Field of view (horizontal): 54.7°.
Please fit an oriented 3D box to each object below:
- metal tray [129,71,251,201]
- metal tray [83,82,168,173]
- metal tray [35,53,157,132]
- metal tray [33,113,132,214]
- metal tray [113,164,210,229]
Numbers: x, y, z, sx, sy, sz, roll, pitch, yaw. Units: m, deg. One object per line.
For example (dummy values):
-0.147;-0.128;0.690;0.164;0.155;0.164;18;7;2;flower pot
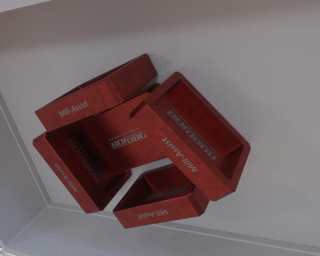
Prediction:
0.039;0.006;0.347;0.130;0.090;0.030;45;130;-4;metal tray
-0.033;0.004;0.420;0.130;0.030;0.090;-21;107;35;metal tray
-0.078;-0.042;0.377;0.130;0.090;0.030;-17;110;34;metal tray
-0.106;0.045;0.445;0.030;0.090;0.130;-23;106;36;metal tray
0.010;0.083;0.409;0.130;0.090;0.030;-22;107;36;metal tray
